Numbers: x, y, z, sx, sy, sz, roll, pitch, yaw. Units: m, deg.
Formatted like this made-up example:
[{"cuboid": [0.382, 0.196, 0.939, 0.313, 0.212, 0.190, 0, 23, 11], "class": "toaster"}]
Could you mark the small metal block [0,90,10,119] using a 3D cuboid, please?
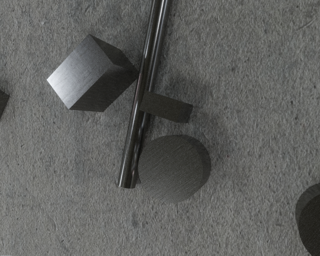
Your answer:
[{"cuboid": [-0.283, -0.043, 0.509, 0.050, 0.025, 0.050, 31, 100, 17], "class": "small metal block"}]

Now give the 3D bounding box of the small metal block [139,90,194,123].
[{"cuboid": [0.009, -0.026, 0.392, 0.050, 0.050, 0.025, 20, 97, 19], "class": "small metal block"}]

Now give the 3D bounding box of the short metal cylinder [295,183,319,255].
[{"cuboid": [0.189, 0.101, 0.329, 0.080, 0.050, 0.080, 0, 90, 20], "class": "short metal cylinder"}]

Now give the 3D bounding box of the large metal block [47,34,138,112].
[{"cuboid": [-0.084, -0.067, 0.409, 0.080, 0.080, 0.050, -42, 77, 15], "class": "large metal block"}]

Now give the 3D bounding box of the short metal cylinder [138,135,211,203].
[{"cuboid": [0.020, 0.049, 0.389, 0.080, 0.050, 0.080, 0, 90, 20], "class": "short metal cylinder"}]

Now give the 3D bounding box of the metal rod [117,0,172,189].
[{"cuboid": [-0.017, -0.067, 0.415, 0.025, 0.025, 0.298, 13, 94, 19], "class": "metal rod"}]
